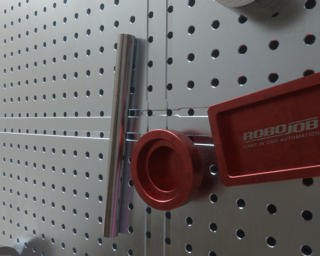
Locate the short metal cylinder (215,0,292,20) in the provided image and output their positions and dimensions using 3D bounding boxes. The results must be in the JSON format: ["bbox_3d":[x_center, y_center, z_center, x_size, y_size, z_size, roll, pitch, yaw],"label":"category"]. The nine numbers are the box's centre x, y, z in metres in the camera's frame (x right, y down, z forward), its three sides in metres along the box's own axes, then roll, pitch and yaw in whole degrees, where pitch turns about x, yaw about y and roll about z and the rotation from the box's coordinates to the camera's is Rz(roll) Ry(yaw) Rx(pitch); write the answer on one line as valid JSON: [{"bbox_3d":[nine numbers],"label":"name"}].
[{"bbox_3d":[0.095,-0.157,0.315,0.080,0.050,0.080,0,90,40],"label":"short metal cylinder"}]

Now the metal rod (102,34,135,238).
[{"bbox_3d":[-0.062,0.014,0.460,0.025,0.025,0.298,9,96,39],"label":"metal rod"}]

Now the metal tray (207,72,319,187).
[{"bbox_3d":[0.117,0.006,0.309,0.130,0.030,0.090,-16,80,38],"label":"metal tray"}]

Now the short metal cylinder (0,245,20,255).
[{"bbox_3d":[-0.351,0.293,0.664,0.050,0.081,0.080,-10,84,40],"label":"short metal cylinder"}]

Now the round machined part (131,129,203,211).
[{"bbox_3d":[0.012,0.050,0.388,0.098,0.042,0.097,0,90,40],"label":"round machined part"}]
